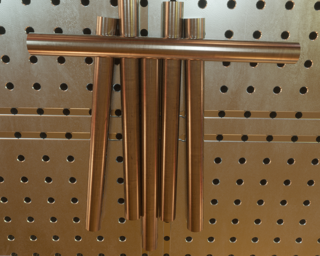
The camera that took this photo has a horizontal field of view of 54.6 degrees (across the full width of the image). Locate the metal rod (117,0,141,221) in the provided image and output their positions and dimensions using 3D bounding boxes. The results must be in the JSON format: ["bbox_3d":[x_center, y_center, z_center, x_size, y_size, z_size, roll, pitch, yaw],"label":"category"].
[{"bbox_3d":[-0.038,-0.010,0.410,0.025,0.025,0.298,1,110,0],"label":"metal rod"}]

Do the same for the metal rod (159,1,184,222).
[{"bbox_3d":[0.013,-0.007,0.412,0.025,0.025,0.298,1,110,0],"label":"metal rod"}]

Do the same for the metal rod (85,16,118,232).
[{"bbox_3d":[-0.081,0.009,0.415,0.025,0.025,0.298,7,110,-3],"label":"metal rod"}]

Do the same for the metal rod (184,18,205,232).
[{"bbox_3d":[0.047,0.010,0.418,0.025,0.025,0.298,-2,110,1],"label":"metal rod"}]

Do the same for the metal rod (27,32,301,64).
[{"bbox_3d":[0.005,-0.091,0.353,0.302,0.025,0.025,2,110,-1],"label":"metal rod"}]

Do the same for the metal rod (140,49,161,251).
[{"bbox_3d":[-0.013,0.043,0.429,0.025,0.025,0.298,1,111,0],"label":"metal rod"}]
